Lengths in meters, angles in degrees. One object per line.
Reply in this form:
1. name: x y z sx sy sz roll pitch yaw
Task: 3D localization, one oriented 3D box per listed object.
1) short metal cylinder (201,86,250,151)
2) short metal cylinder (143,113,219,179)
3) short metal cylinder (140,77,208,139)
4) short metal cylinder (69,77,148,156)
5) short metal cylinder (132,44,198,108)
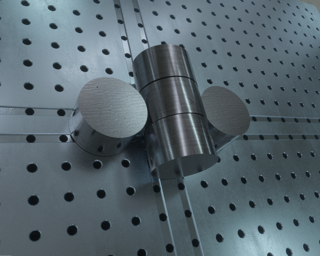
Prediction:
1. short metal cylinder: 0.081 -0.013 0.445 0.081 0.050 0.080 14 56 -21
2. short metal cylinder: 0.024 0.024 0.372 0.081 0.080 0.050 1 61 -28
3. short metal cylinder: 0.015 -0.021 0.395 0.081 0.080 0.050 2 61 -28
4. short metal cylinder: -0.062 -0.013 0.367 0.081 0.050 0.080 14 56 -21
5. short metal cylinder: 0.006 -0.066 0.417 0.081 0.080 0.050 3 61 -27
